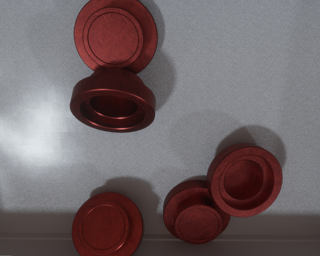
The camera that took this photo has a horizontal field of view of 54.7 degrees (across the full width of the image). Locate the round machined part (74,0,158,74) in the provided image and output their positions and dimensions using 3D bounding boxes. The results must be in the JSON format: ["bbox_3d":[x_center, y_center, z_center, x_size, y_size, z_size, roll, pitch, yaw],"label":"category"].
[{"bbox_3d":[-0.052,-0.106,0.363,0.099,0.042,0.097,0,110,0],"label":"round machined part"}]

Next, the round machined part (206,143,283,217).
[{"bbox_3d":[0.110,0.067,0.421,0.099,0.042,0.097,-2,102,-9],"label":"round machined part"}]

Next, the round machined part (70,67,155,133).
[{"bbox_3d":[-0.054,-0.035,0.371,0.099,0.042,0.098,2,152,1],"label":"round machined part"}]

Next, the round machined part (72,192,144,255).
[{"bbox_3d":[-0.072,0.136,0.424,0.099,0.042,0.098,-1,68,3],"label":"round machined part"}]

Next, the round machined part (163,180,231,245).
[{"bbox_3d":[0.054,0.128,0.450,0.099,0.042,0.097,0,110,0],"label":"round machined part"}]
